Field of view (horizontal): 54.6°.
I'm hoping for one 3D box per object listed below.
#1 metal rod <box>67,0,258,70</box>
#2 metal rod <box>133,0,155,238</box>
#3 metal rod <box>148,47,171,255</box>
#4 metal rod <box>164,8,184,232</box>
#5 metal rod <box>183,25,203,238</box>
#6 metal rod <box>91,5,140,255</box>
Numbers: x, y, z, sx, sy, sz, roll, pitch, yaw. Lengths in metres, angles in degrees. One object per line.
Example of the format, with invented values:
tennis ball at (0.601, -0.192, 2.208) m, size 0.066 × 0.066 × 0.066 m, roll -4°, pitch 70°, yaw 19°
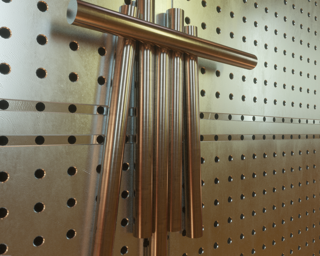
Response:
metal rod at (0.030, -0.110, 0.400) m, size 0.302 × 0.025 × 0.025 m, roll 2°, pitch 89°, yaw -40°
metal rod at (-0.020, -0.014, 0.391) m, size 0.025 × 0.025 × 0.298 m, roll 1°, pitch 90°, yaw -40°
metal rod at (-0.001, 0.042, 0.407) m, size 0.025 × 0.025 × 0.298 m, roll 1°, pitch 90°, yaw -40°
metal rod at (0.019, -0.011, 0.425) m, size 0.025 × 0.025 × 0.298 m, roll 1°, pitch 89°, yaw -40°
metal rod at (0.045, 0.007, 0.446) m, size 0.025 × 0.025 × 0.298 m, roll -3°, pitch 92°, yaw -40°
metal rod at (-0.052, 0.005, 0.363) m, size 0.025 × 0.025 × 0.299 m, roll 10°, pitch 84°, yaw -40°
